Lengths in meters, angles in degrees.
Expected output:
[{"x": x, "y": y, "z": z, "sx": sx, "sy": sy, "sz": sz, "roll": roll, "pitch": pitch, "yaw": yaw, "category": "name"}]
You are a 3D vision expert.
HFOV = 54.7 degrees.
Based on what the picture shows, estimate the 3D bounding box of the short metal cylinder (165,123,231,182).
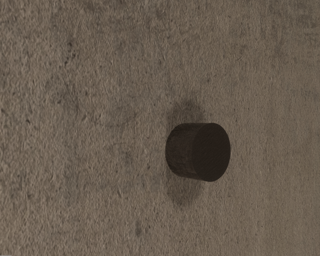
[{"x": 0.054, "y": 0.033, "z": 0.437, "sx": 0.081, "sy": 0.050, "sz": 0.079, "roll": 0, "pitch": 90, "yaw": -40, "category": "short metal cylinder"}]
